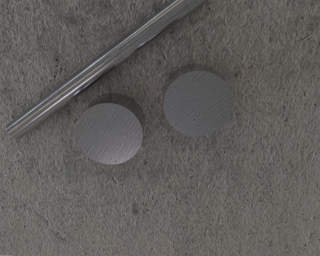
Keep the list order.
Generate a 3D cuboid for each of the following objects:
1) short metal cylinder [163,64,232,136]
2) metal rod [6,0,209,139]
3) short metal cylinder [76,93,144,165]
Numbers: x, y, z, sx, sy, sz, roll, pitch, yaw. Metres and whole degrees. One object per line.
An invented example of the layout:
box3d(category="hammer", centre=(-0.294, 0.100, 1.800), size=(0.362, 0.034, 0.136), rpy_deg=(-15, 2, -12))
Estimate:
box3d(category="short metal cylinder", centre=(0.044, -0.036, 0.384), size=(0.081, 0.050, 0.079), rpy_deg=(0, 110, 0))
box3d(category="metal rod", centre=(-0.070, -0.077, 0.380), size=(0.300, 0.025, 0.025), rpy_deg=(-34, 107, 11))
box3d(category="short metal cylinder", centre=(-0.061, 0.000, 0.396), size=(0.081, 0.050, 0.079), rpy_deg=(0, 110, 0))
